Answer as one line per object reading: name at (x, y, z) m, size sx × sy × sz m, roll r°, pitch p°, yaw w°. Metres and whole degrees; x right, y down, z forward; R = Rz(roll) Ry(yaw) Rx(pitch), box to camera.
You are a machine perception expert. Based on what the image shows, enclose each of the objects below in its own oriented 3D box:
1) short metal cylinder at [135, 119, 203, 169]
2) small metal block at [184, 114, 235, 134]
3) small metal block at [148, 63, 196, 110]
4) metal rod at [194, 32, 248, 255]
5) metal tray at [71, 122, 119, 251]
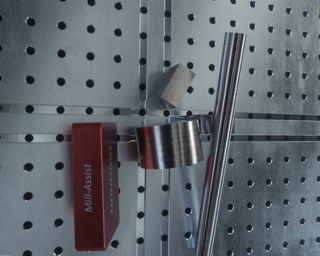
short metal cylinder at (0.012, 0.018, 0.389) m, size 0.081 × 0.080 × 0.050 m, roll -8°, pitch 93°, yaw -20°
small metal block at (0.067, -0.005, 0.425) m, size 0.050 × 0.050 × 0.025 m, roll 0°, pitch 90°, yaw -20°
small metal block at (0.014, -0.053, 0.406) m, size 0.025 × 0.050 × 0.050 m, roll 33°, pitch 79°, yaw -18°
metal rod at (0.074, 0.034, 0.396) m, size 0.025 × 0.025 × 0.298 m, roll -1°, pitch 108°, yaw -20°
metal tray at (-0.070, 0.058, 0.350) m, size 0.030 × 0.090 × 0.129 m, roll -2°, pitch 91°, yaw 2°
